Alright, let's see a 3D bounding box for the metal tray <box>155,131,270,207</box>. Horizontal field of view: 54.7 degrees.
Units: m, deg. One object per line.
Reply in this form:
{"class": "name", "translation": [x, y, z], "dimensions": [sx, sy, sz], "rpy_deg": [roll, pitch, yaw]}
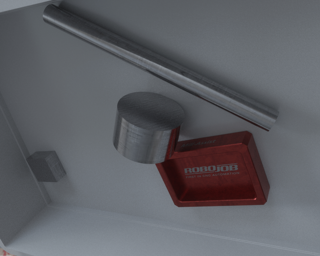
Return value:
{"class": "metal tray", "translation": [0.065, 0.058, 0.405], "dimensions": [0.130, 0.030, 0.090], "rpy_deg": [-11, 113, 32]}

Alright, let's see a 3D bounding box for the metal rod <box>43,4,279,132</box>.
{"class": "metal rod", "translation": [-0.007, -0.075, 0.364], "dimensions": [0.301, 0.025, 0.025], "rpy_deg": [28, 128, 10]}

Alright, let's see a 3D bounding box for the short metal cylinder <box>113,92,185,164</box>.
{"class": "short metal cylinder", "translation": [-0.015, -0.002, 0.378], "dimensions": [0.080, 0.080, 0.050], "rpy_deg": [24, 127, 13]}

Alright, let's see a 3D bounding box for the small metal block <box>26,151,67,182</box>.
{"class": "small metal block", "translation": [-0.204, 0.069, 0.556], "dimensions": [0.050, 0.025, 0.050], "rpy_deg": [-5, 116, 30]}
